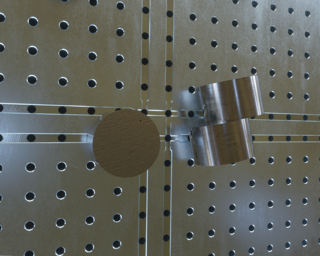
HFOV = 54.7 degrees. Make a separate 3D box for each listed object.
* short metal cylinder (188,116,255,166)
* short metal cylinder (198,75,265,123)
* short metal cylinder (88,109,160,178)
[{"bbox_3d":[0.081,0.016,0.413,0.081,0.080,0.050,-12,95,-20],"label":"short metal cylinder"},{"bbox_3d":[0.096,-0.038,0.418,0.081,0.080,0.050,-13,95,-20],"label":"short metal cylinder"},{"bbox_3d":[-0.046,0.018,0.382,0.081,0.050,0.079,0,90,-20],"label":"short metal cylinder"}]
